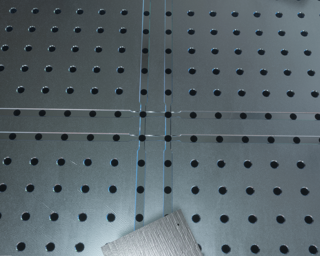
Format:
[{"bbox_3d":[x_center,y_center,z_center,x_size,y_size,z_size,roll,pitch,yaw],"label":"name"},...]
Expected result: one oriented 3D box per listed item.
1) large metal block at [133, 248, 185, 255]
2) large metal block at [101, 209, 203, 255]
[{"bbox_3d":[0.005,0.177,0.334,0.080,0.050,0.080,12,70,4],"label":"large metal block"},{"bbox_3d":[0.000,0.134,0.296,0.080,0.050,0.080,-23,72,-9],"label":"large metal block"}]
